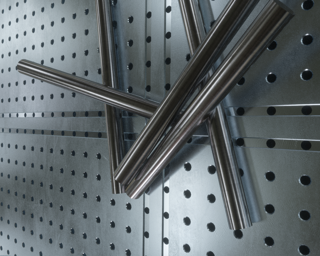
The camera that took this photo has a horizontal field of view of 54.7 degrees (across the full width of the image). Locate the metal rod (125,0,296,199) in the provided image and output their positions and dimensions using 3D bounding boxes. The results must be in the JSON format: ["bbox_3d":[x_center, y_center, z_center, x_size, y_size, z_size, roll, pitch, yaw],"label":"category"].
[{"bbox_3d":[0.033,-0.007,0.350,0.025,0.025,0.298,56,131,25],"label":"metal rod"}]

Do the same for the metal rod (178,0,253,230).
[{"bbox_3d":[0.059,-0.037,0.359,0.025,0.025,0.298,-19,78,38],"label":"metal rod"}]

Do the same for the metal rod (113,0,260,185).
[{"bbox_3d":[0.028,-0.046,0.350,0.025,0.025,0.298,49,117,28],"label":"metal rod"}]

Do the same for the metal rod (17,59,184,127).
[{"bbox_3d":[-0.100,-0.056,0.451,0.301,0.025,0.025,20,103,26],"label":"metal rod"}]

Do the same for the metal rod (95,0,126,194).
[{"bbox_3d":[-0.073,-0.053,0.466,0.025,0.025,0.298,-10,84,39],"label":"metal rod"}]
